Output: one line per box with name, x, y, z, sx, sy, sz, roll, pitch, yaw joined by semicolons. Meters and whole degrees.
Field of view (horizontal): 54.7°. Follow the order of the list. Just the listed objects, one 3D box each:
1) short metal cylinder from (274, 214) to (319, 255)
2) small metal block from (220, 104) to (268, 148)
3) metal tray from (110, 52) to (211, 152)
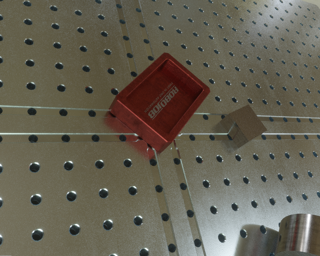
short metal cylinder;0.186;0.150;0.381;0.080;0.080;0.050;35;51;-5
small metal block;0.130;-0.003;0.480;0.050;0.025;0.050;-23;74;-36
metal tray;0.005;-0.040;0.431;0.090;0.030;0.131;40;51;-1
